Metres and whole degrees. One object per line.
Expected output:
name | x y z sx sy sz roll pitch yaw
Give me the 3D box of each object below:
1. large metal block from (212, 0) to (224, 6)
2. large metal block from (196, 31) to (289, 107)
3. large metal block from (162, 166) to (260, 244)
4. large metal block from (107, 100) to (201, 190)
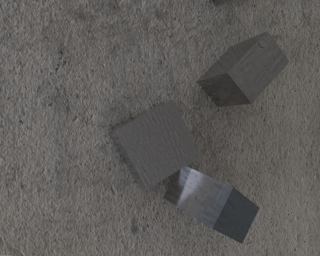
large metal block | 0.097 -0.233 0.431 0.080 0.050 0.080 -38 102 -16
large metal block | 0.109 -0.076 0.420 0.080 0.080 0.050 -46 105 -14
large metal block | 0.065 0.095 0.389 0.080 0.080 0.050 39 77 -43
large metal block | -0.008 0.019 0.393 0.080 0.050 0.080 -30 100 -18
